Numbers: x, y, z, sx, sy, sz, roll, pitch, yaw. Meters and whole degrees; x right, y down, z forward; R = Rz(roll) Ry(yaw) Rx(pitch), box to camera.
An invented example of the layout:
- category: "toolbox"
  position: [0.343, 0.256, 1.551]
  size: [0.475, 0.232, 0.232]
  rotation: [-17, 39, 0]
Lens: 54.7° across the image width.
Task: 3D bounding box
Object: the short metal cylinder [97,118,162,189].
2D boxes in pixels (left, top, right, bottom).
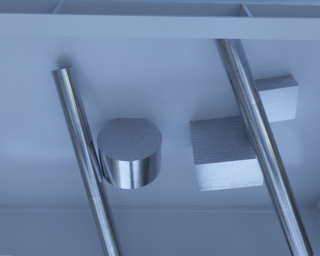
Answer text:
- category: "short metal cylinder"
  position: [-0.038, 0.031, 0.399]
  size: [0.081, 0.080, 0.050]
  rotation: [1, 130, -2]

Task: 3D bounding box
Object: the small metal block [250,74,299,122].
- category: "small metal block"
  position: [0.139, -0.035, 0.382]
  size: [0.050, 0.025, 0.050]
  rotation: [-8, 130, 6]

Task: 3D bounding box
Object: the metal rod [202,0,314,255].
- category: "metal rod"
  position: [0.109, 0.010, 0.333]
  size: [0.025, 0.025, 0.299]
  rotation: [-20, 101, 15]

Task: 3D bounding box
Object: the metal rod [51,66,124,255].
- category: "metal rod"
  position: [-0.084, 0.072, 0.396]
  size: [0.025, 0.025, 0.298]
  rotation: [-9, 107, 7]

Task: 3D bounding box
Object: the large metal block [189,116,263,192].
- category: "large metal block"
  position: [0.083, 0.031, 0.401]
  size: [0.080, 0.080, 0.050]
  rotation: [-7, 130, 5]
